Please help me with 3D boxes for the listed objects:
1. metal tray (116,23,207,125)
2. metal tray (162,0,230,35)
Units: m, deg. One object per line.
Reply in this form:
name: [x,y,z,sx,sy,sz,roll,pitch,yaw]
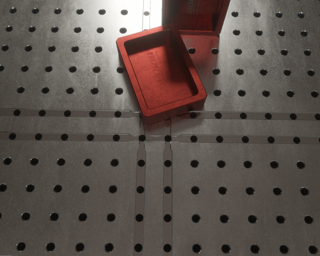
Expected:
metal tray: [0.000,-0.078,0.437,0.091,0.030,0.130,-18,71,-7]
metal tray: [0.048,-0.180,0.422,0.091,0.130,0.030,2,70,0]
